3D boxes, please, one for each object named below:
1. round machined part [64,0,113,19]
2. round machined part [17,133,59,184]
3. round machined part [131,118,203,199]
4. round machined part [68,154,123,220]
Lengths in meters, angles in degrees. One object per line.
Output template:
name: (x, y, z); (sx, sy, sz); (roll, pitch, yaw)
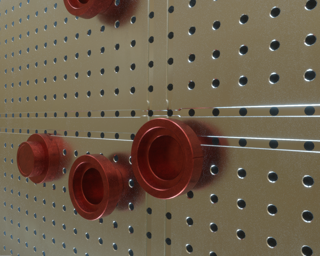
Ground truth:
round machined part: (-0.108, -0.221, 0.489); (0.098, 0.042, 0.097); (0, 90, 40)
round machined part: (-0.241, 0.059, 0.600); (0.098, 0.042, 0.097); (0, 90, 40)
round machined part: (0.013, 0.037, 0.389); (0.098, 0.042, 0.097); (0, 90, 40)
round machined part: (-0.095, 0.088, 0.479); (0.098, 0.042, 0.097); (0, 90, 40)
